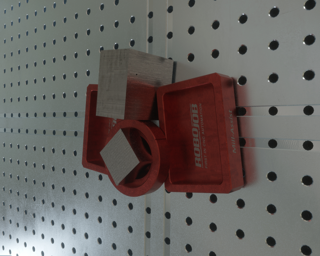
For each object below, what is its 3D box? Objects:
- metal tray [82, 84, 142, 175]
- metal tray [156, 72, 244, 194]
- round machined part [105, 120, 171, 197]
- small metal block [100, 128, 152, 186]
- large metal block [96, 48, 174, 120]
[{"bbox_3d":[-0.073,0.002,0.461,0.090,0.030,0.129,8,95,39],"label":"metal tray"},{"bbox_3d":[0.044,0.009,0.364,0.090,0.030,0.129,-8,85,39],"label":"metal tray"},{"bbox_3d":[-0.024,0.036,0.401,0.098,0.042,0.097,0,90,40],"label":"round machined part"},{"bbox_3d":[-0.042,0.035,0.384,0.050,0.025,0.050,-47,62,30],"label":"small metal block"},{"bbox_3d":[-0.031,-0.052,0.394,0.050,0.081,0.079,8,95,40],"label":"large metal block"}]
